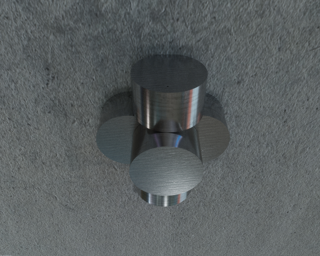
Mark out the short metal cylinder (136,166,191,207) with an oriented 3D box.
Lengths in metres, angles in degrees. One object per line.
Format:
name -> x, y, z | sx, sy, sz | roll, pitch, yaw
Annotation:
short metal cylinder -> 0.005, 0.059, 0.424 | 0.081, 0.080, 0.050 | 0, 130, -1

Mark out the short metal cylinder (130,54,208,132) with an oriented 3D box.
short metal cylinder -> 0.010, -0.040, 0.339 | 0.081, 0.080, 0.050 | 0, 130, -1

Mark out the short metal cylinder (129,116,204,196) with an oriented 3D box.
short metal cylinder -> 0.007, 0.033, 0.354 | 0.081, 0.050, 0.079 | 0, 130, 0

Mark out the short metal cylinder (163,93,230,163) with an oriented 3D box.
short metal cylinder -> 0.044, 0.000, 0.393 | 0.081, 0.050, 0.079 | 0, 130, 0

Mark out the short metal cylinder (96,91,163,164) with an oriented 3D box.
short metal cylinder -> -0.036, 0.000, 0.392 | 0.081, 0.050, 0.079 | 0, 130, 0
